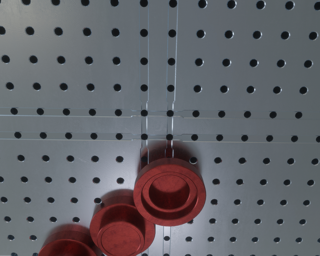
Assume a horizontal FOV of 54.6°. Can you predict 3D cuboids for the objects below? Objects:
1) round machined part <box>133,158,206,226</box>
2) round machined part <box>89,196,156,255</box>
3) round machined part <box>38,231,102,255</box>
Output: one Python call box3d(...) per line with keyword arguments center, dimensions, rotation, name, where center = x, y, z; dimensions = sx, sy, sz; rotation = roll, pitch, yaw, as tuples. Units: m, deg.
box3d(center=(0.013, 0.085, 0.436), dimensions=(0.099, 0.042, 0.097), rotation=(0, 110, 0), name="round machined part")
box3d(center=(-0.056, 0.154, 0.461), dimensions=(0.099, 0.042, 0.097), rotation=(0, 110, 0), name="round machined part")
box3d(center=(-0.142, 0.213, 0.482), dimensions=(0.099, 0.042, 0.097), rotation=(0, 110, 0), name="round machined part")
